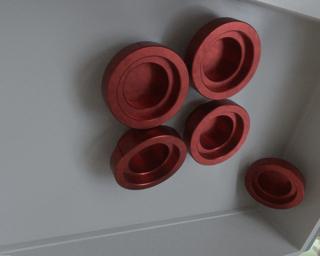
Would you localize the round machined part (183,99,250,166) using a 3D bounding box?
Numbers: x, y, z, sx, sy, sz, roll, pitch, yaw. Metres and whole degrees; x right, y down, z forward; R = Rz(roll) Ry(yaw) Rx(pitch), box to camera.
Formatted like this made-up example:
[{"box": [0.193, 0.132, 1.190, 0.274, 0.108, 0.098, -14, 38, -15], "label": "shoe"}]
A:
[{"box": [0.075, 0.002, 0.442, 0.099, 0.042, 0.097, -14, 125, -21], "label": "round machined part"}]

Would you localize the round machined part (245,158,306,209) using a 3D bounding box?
[{"box": [0.204, 0.092, 0.546, 0.042, 0.098, 0.097, -46, 142, -47], "label": "round machined part"}]

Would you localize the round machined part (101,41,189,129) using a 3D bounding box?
[{"box": [-0.019, -0.051, 0.355, 0.099, 0.042, 0.097, -13, 122, -22], "label": "round machined part"}]

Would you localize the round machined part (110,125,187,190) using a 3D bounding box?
[{"box": [-0.018, 0.033, 0.401, 0.099, 0.042, 0.097, -18, 138, -17], "label": "round machined part"}]

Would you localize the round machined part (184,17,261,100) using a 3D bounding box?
[{"box": [0.072, -0.088, 0.385, 0.099, 0.042, 0.097, -14, 125, -21], "label": "round machined part"}]
